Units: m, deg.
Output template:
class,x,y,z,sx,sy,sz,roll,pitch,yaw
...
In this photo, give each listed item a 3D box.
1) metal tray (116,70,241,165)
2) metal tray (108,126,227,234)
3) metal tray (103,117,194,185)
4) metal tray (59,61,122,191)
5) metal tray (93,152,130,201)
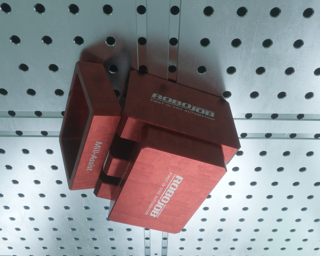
class,x,y,z,sx,sy,sz,roll,pitch,yaw
metal tray,0.021,-0.013,0.356,0.131,0.090,0.030,16,129,-13
metal tray,0.003,0.064,0.343,0.091,0.030,0.129,16,128,-13
metal tray,0.000,0.029,0.392,0.131,0.090,0.030,15,127,-14
metal tray,-0.087,0.000,0.364,0.030,0.090,0.129,1,134,-30
metal tray,-0.017,0.062,0.421,0.131,0.090,0.030,16,128,-14
